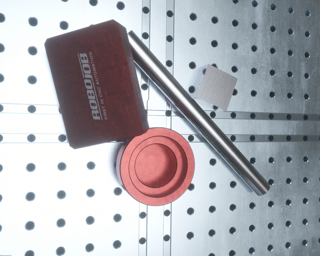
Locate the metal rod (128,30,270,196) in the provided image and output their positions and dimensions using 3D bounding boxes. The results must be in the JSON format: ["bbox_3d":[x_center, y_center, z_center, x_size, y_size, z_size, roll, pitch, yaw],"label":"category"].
[{"bbox_3d":[0.055,-0.012,0.432,0.300,0.025,0.025,46,76,-14],"label":"metal rod"}]

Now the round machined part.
[{"bbox_3d":[-0.008,0.047,0.400,0.099,0.042,0.097,0,90,-20],"label":"round machined part"}]

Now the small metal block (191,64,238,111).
[{"bbox_3d":[0.076,-0.056,0.440,0.050,0.025,0.050,22,83,-19],"label":"small metal block"}]

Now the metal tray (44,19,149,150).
[{"bbox_3d":[-0.072,-0.048,0.359,0.090,0.030,0.129,-12,93,11],"label":"metal tray"}]
